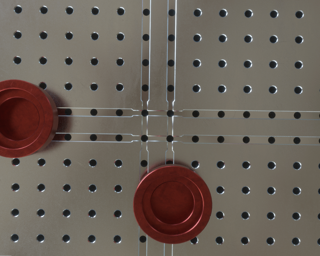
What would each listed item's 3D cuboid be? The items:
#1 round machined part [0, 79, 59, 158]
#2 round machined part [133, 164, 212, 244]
[{"bbox_3d":[-0.181,-0.012,0.404,0.099,0.042,0.097,0,90,0],"label":"round machined part"},{"bbox_3d":[0.016,0.095,0.405,0.099,0.042,0.097,0,90,0],"label":"round machined part"}]
